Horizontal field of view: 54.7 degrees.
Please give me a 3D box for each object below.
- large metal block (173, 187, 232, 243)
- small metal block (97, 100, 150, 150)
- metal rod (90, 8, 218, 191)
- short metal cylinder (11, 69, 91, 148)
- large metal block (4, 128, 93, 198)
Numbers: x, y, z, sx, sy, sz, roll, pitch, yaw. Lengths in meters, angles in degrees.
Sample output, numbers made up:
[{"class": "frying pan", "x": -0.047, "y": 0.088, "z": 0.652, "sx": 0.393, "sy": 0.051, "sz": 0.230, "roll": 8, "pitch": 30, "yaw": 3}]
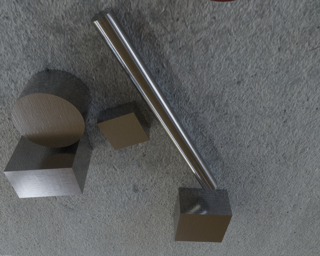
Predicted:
[{"class": "large metal block", "x": 0.068, "y": 0.146, "z": 0.516, "sx": 0.081, "sy": 0.050, "sz": 0.079, "roll": 3, "pitch": 130, "yaw": -4}, {"class": "small metal block", "x": -0.046, "y": -0.003, "z": 0.404, "sx": 0.050, "sy": 0.025, "sz": 0.050, "roll": -17, "pitch": 129, "yaw": 13}, {"class": "metal rod", "x": 0.009, "y": -0.012, "z": 0.396, "sx": 0.025, "sy": 0.025, "sz": 0.299, "roll": -22, "pitch": 127, "yaw": 17}, {"class": "short metal cylinder", "x": -0.126, "y": -0.022, "z": 0.370, "sx": 0.081, "sy": 0.050, "sz": 0.079, "roll": 0, "pitch": 130, "yaw": 0}, {"class": "large metal block", "x": -0.140, "y": 0.041, "z": 0.404, "sx": 0.080, "sy": 0.080, "sz": 0.050, "roll": -4, "pitch": 130, "yaw": 2}]
